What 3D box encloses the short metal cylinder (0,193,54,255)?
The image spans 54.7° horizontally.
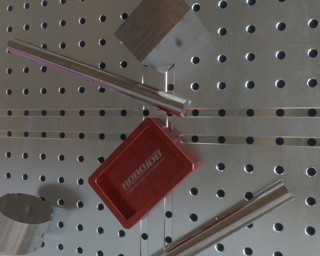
[{"bbox_3d":[-0.205,0.139,0.456,0.080,0.080,0.050,27,99,18],"label":"short metal cylinder"}]

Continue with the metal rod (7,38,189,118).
[{"bbox_3d":[-0.101,-0.078,0.447,0.301,0.025,0.025,22,97,18],"label":"metal rod"}]

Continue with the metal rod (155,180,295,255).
[{"bbox_3d":[0.033,0.157,0.400,0.300,0.025,0.025,-37,79,16],"label":"metal rod"}]

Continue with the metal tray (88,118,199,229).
[{"bbox_3d":[-0.024,0.060,0.418,0.130,0.030,0.090,-46,76,14],"label":"metal tray"}]

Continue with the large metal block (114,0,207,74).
[{"bbox_3d":[0.004,-0.119,0.382,0.080,0.080,0.050,-45,76,14],"label":"large metal block"}]
